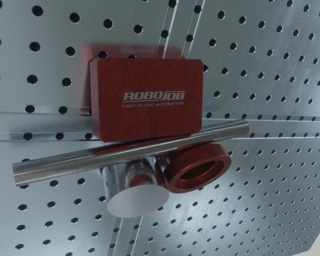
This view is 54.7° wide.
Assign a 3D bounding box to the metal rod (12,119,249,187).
[{"bbox_3d":[-0.016,0.024,0.385,0.303,0.025,0.025,-11,123,-23],"label":"metal rod"}]

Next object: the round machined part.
[{"bbox_3d":[0.049,0.051,0.445,0.099,0.042,0.098,-18,148,-12],"label":"round machined part"}]

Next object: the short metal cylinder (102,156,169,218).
[{"bbox_3d":[-0.033,0.076,0.410,0.081,0.050,0.080,-11,140,-9],"label":"short metal cylinder"}]

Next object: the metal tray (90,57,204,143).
[{"bbox_3d":[-0.012,-0.035,0.363,0.131,0.030,0.089,-5,102,-27],"label":"metal tray"}]

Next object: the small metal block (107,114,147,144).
[{"bbox_3d":[-0.035,0.015,0.414,0.050,0.025,0.050,19,108,-36],"label":"small metal block"}]
